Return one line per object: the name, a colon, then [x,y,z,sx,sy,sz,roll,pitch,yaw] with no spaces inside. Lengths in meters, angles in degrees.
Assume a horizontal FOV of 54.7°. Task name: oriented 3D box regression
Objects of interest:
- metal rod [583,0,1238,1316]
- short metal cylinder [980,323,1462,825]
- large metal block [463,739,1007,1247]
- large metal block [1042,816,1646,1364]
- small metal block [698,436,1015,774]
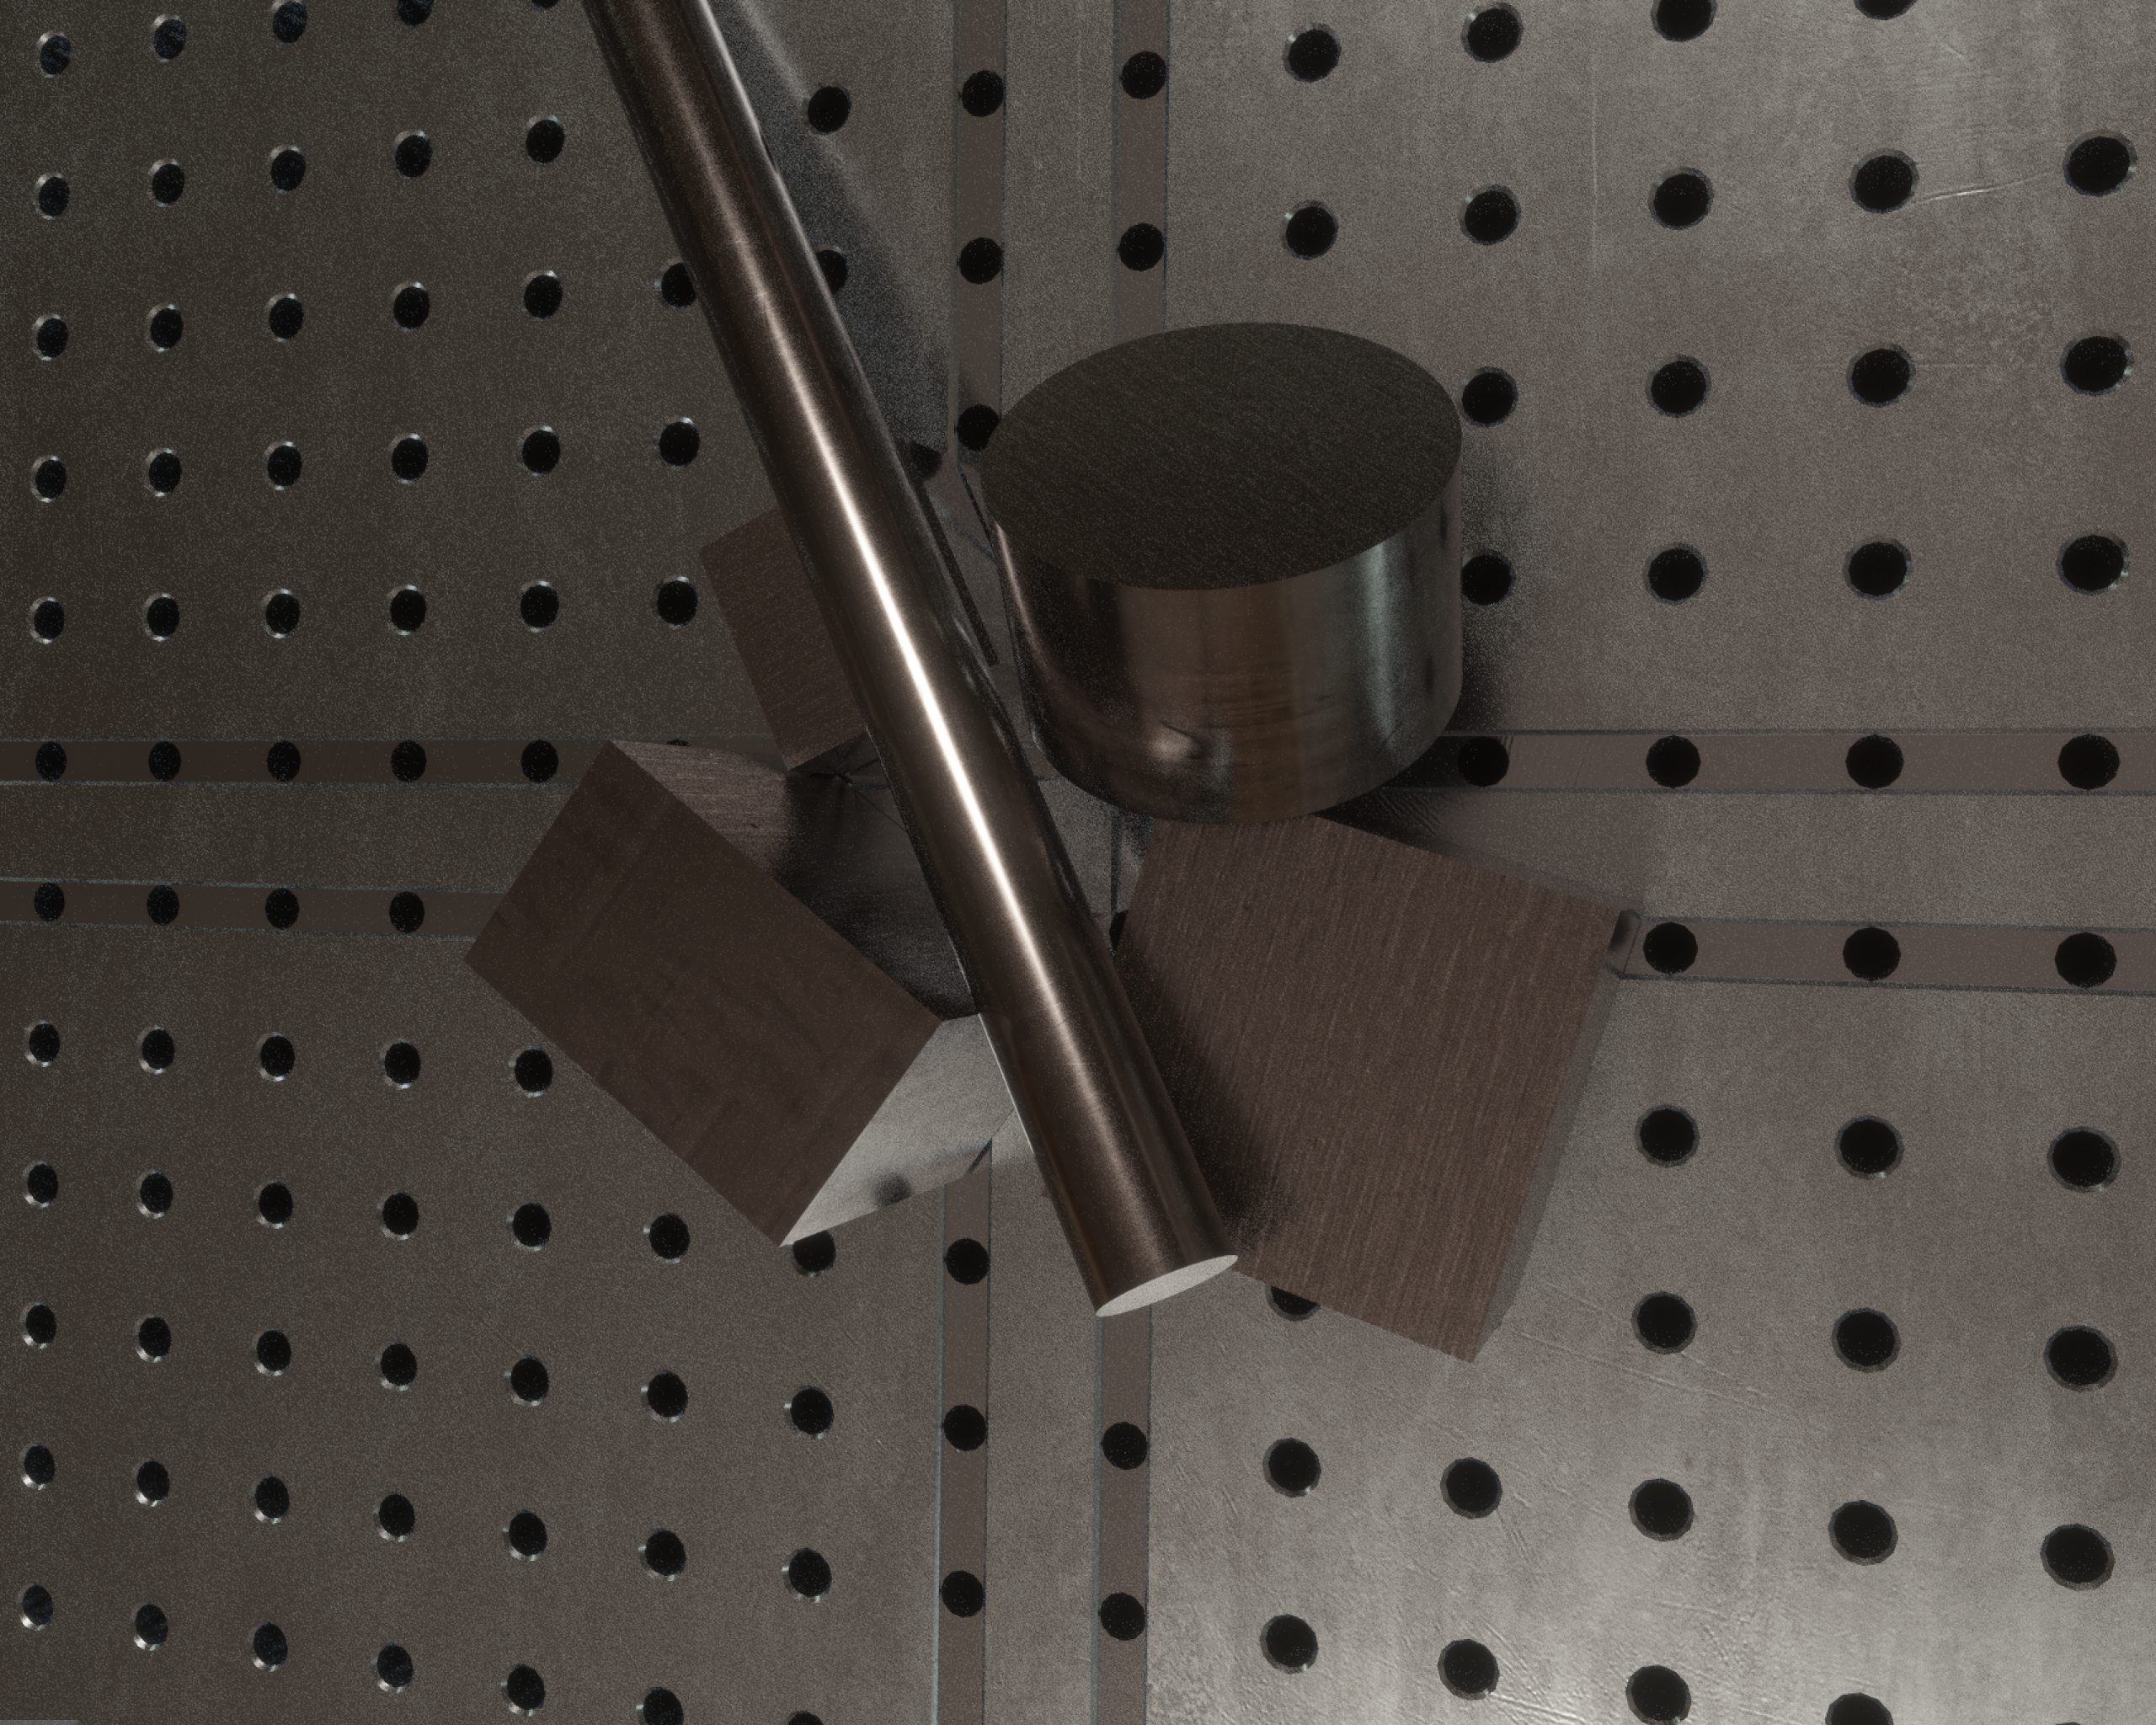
metal rod: [-0.040,-0.060,0.394,0.025,0.025,0.299,-29,69,17]
short metal cylinder: [0.027,-0.052,0.366,0.080,0.080,0.050,9,137,19]
large metal block: [-0.054,0.022,0.401,0.080,0.080,0.050,39,102,15]
large metal block: [0.050,0.034,0.381,0.080,0.050,0.080,19,96,18]
small metal block: [-0.042,-0.051,0.427,0.050,0.025,0.050,-25,82,18]
